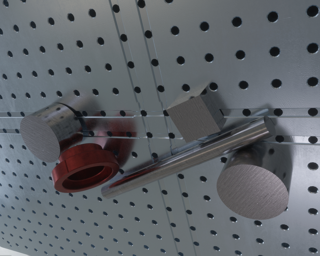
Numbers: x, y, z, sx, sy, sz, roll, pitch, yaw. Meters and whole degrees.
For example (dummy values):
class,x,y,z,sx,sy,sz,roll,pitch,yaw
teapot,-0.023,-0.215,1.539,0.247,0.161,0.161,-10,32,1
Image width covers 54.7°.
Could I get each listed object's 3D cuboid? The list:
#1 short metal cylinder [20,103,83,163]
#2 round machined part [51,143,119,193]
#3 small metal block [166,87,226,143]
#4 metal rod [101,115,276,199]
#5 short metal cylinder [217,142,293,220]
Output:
class,x,y,z,sx,sy,sz,roll,pitch,yaw
short metal cylinder,-0.169,0.007,0.485,0.080,0.050,0.079,14,122,24
round machined part,-0.115,0.058,0.473,0.097,0.099,0.042,-47,56,39
small metal block,0.044,-0.015,0.379,0.050,0.025,0.050,-23,107,36
metal rod,0.016,0.053,0.435,0.299,0.025,0.025,-28,103,37
short metal cylinder,0.115,0.063,0.374,0.080,0.050,0.079,13,124,21
